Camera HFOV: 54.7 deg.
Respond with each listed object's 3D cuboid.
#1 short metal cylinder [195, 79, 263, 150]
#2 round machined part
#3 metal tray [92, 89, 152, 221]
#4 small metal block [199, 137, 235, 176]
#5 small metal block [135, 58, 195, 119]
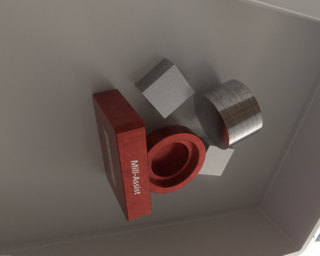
[{"bbox_3d":[0.089,-0.018,0.411,0.050,0.080,0.080,-26,128,-13],"label":"short metal cylinder"},{"bbox_3d":[0.010,0.038,0.424,0.099,0.042,0.097,-14,125,-21],"label":"round machined part"},{"bbox_3d":[-0.044,0.031,0.361,0.030,0.090,0.129,-16,125,-19],"label":"metal tray"},{"bbox_3d":[0.079,0.045,0.480,0.050,0.025,0.050,10,113,-32],"label":"small metal block"},{"bbox_3d":[0.006,-0.048,0.382,0.050,0.025,0.050,-42,128,1],"label":"small metal block"}]
